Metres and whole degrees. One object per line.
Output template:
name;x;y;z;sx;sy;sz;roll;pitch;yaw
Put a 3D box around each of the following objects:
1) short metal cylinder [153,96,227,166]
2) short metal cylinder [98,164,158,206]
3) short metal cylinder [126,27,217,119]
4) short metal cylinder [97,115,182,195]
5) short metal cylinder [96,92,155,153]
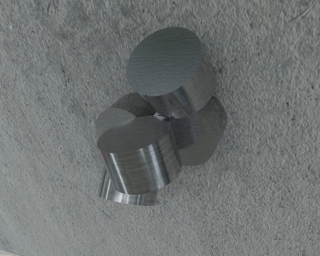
short metal cylinder;0.035;-0.001;0.371;0.080;0.050;0.079;13;124;20
short metal cylinder;-0.041;0.074;0.430;0.080;0.080;0.050;7;83;24
short metal cylinder;0.013;-0.056;0.321;0.080;0.080;0.050;1;157;27
short metal cylinder;-0.021;0.027;0.334;0.080;0.080;0.050;-1;118;28
short metal cylinder;-0.037;-0.001;0.409;0.080;0.050;0.079;13;124;20
